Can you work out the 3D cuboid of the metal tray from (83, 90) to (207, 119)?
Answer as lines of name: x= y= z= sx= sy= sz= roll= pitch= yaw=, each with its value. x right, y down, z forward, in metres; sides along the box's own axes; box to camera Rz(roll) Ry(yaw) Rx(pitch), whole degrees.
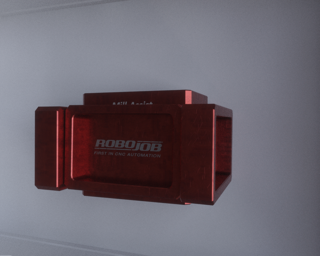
metal tray: x=-0.015 y=-0.026 z=0.378 sx=0.130 sy=0.090 sz=0.030 roll=0 pitch=91 yaw=20

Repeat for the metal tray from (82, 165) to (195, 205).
metal tray: x=-0.016 y=0.064 z=0.378 sx=0.130 sy=0.090 sz=0.030 roll=0 pitch=90 yaw=20

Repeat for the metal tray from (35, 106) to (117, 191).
metal tray: x=-0.098 y=0.021 z=0.388 sx=0.030 sy=0.130 sz=0.089 roll=1 pitch=91 yaw=20

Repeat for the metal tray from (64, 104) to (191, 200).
metal tray: x=-0.035 y=0.021 z=0.323 sx=0.130 sy=0.030 sz=0.089 roll=1 pitch=90 yaw=19

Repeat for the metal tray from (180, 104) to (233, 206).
metal tray: x=0.054 y=0.022 z=0.333 sx=0.030 sy=0.130 sz=0.089 roll=1 pitch=91 yaw=20
